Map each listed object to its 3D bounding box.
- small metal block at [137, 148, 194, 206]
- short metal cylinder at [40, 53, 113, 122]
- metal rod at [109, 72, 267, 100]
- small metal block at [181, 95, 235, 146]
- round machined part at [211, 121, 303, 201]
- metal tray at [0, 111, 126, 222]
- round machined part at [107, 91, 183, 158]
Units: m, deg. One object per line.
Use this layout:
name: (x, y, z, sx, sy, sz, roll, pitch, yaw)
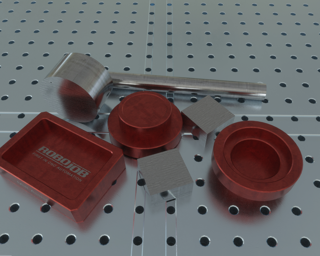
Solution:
small metal block: (0.005, 0.056, 0.361, 0.050, 0.025, 0.050, -15, 52, -12)
short metal cylinder: (-0.110, -0.053, 0.415, 0.080, 0.080, 0.050, 14, 51, 11)
metal rod: (0.002, -0.066, 0.462, 0.302, 0.025, 0.025, 5, 50, 4)
small metal block: (0.063, -0.011, 0.418, 0.050, 0.025, 0.050, -31, 57, -24)
round machined part: (0.109, 0.041, 0.363, 0.099, 0.042, 0.098, 0, 50, 0)
metal tray: (-0.119, 0.040, 0.369, 0.130, 0.030, 0.090, 24, 54, 19)
round machined part: (-0.019, -0.011, 0.405, 0.099, 0.042, 0.098, 0, 47, 0)
